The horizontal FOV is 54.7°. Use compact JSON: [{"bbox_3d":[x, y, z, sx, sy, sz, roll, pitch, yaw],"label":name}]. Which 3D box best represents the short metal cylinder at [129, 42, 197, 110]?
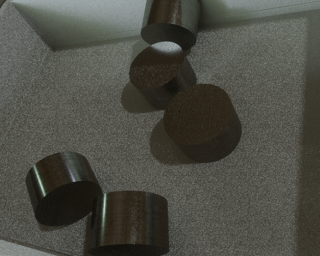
[{"bbox_3d":[0.005,-0.072,0.430,0.080,0.050,0.080,-13,56,20],"label":"short metal cylinder"}]

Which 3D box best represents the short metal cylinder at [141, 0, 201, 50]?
[{"bbox_3d":[0.016,-0.153,0.449,0.080,0.080,0.050,2,77,29],"label":"short metal cylinder"}]

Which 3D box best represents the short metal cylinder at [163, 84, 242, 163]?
[{"bbox_3d":[0.051,-0.005,0.365,0.080,0.050,0.080,-13,56,20],"label":"short metal cylinder"}]

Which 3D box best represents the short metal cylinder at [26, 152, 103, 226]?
[{"bbox_3d":[-0.119,0.076,0.384,0.080,0.080,0.050,-39,51,2],"label":"short metal cylinder"}]

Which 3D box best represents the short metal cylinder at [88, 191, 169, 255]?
[{"bbox_3d":[-0.031,0.103,0.323,0.080,0.080,0.050,-14,56,20],"label":"short metal cylinder"}]
